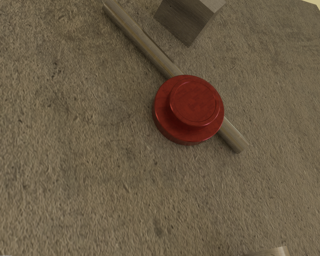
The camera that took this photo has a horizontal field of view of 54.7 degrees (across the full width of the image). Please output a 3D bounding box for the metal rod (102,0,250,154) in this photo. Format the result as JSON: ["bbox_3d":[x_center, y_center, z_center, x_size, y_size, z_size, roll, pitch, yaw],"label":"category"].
[{"bbox_3d":[0.021,-0.080,0.465,0.300,0.025,0.025,47,51,5],"label":"metal rod"}]

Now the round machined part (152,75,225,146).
[{"bbox_3d":[0.041,-0.028,0.416,0.099,0.042,0.098,4,72,-12],"label":"round machined part"}]

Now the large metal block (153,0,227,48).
[{"bbox_3d":[0.048,-0.197,0.516,0.080,0.080,0.050,41,51,-1],"label":"large metal block"}]

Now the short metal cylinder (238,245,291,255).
[{"bbox_3d":[0.105,0.160,0.329,0.081,0.080,0.050,2,61,-28],"label":"short metal cylinder"}]
